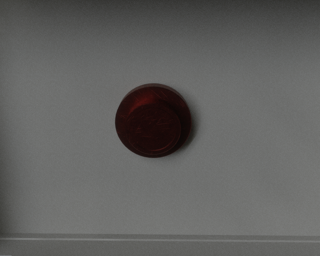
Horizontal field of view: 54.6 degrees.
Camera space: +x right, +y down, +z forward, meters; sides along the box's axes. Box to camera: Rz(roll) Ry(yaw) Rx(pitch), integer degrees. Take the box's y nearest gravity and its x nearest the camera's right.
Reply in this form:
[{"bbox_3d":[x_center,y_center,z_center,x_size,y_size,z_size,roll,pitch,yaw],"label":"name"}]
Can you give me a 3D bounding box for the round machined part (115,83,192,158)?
[{"bbox_3d":[-0.008,-0.005,0.397,0.099,0.042,0.097,0,110,0],"label":"round machined part"}]
